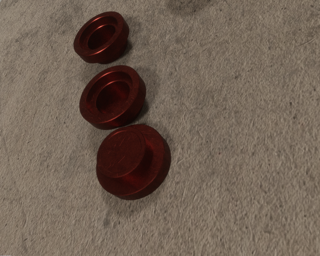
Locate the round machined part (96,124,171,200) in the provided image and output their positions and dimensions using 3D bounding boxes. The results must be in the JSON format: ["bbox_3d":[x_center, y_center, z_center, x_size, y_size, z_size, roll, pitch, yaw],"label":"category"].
[{"bbox_3d":[-0.039,0.037,0.389,0.098,0.042,0.098,-13,56,20],"label":"round machined part"}]

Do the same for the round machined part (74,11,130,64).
[{"bbox_3d":[-0.095,-0.149,0.532,0.098,0.042,0.098,-13,56,20],"label":"round machined part"}]

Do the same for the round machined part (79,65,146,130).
[{"bbox_3d":[-0.063,-0.039,0.449,0.098,0.042,0.098,-13,56,20],"label":"round machined part"}]
